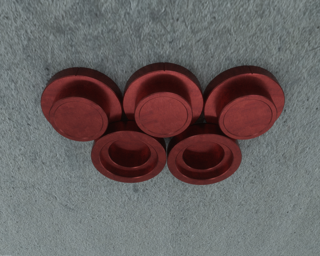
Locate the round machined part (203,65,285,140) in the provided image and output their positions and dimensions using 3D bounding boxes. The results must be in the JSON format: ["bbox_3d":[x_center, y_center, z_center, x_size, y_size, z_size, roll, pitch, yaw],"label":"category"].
[{"bbox_3d":[0.103,-0.024,0.379,0.099,0.042,0.097,-1,130,0],"label":"round machined part"}]

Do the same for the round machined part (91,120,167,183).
[{"bbox_3d":[-0.041,0.027,0.420,0.099,0.042,0.097,-1,130,0],"label":"round machined part"}]

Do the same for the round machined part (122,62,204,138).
[{"bbox_3d":[0.004,-0.027,0.375,0.099,0.042,0.097,-1,130,0],"label":"round machined part"}]

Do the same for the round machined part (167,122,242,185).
[{"bbox_3d":[0.058,0.031,0.425,0.099,0.042,0.097,-1,130,0],"label":"round machined part"}]

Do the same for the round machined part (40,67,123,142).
[{"bbox_3d":[-0.095,-0.022,0.378,0.099,0.042,0.097,-1,130,0],"label":"round machined part"}]
